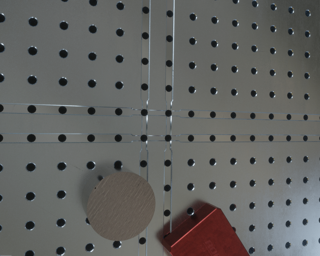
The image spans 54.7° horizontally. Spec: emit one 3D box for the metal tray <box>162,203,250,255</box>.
[{"bbox_3d":[0.075,0.185,0.438,0.090,0.030,0.130,-35,102,-17],"label":"metal tray"}]

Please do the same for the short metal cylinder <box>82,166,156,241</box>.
[{"bbox_3d":[-0.052,0.090,0.380,0.081,0.050,0.080,0,90,-20],"label":"short metal cylinder"}]
